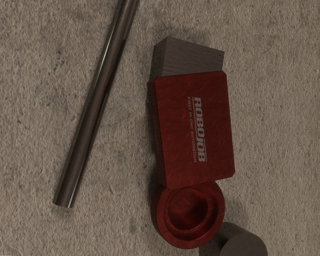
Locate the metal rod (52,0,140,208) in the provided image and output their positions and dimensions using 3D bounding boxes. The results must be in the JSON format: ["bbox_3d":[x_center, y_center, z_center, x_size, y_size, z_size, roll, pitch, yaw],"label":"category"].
[{"bbox_3d":[-0.072,-0.052,0.382,0.025,0.025,0.299,19,84,-20],"label":"metal rod"}]

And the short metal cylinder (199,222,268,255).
[{"bbox_3d":[0.102,0.179,0.435,0.081,0.050,0.079,0,90,-21],"label":"short metal cylinder"}]

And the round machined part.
[{"bbox_3d":[0.033,0.105,0.414,0.099,0.042,0.097,0,90,-21],"label":"round machined part"}]

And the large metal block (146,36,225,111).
[{"bbox_3d":[0.032,-0.066,0.409,0.081,0.050,0.080,9,87,-20],"label":"large metal block"}]

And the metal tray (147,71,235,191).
[{"bbox_3d":[0.038,0.001,0.371,0.091,0.030,0.129,-9,97,-18],"label":"metal tray"}]
